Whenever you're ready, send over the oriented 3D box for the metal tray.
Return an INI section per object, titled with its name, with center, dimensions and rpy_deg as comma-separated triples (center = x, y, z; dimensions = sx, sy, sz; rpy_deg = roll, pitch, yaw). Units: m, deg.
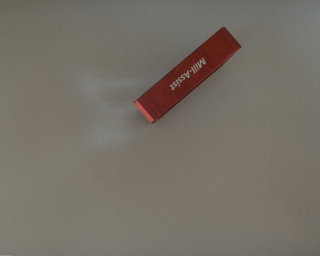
[metal tray]
center = 0.030, -0.058, 0.379
dimensions = 0.130, 0.090, 0.030
rpy_deg = -40, 90, 0
